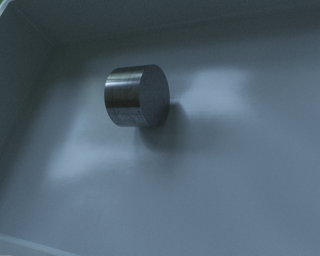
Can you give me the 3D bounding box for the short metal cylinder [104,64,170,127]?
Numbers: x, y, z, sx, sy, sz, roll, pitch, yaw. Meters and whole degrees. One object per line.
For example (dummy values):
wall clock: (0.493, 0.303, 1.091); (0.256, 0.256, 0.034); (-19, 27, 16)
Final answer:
short metal cylinder: (-0.028, -0.041, 0.406); (0.050, 0.080, 0.080); (0, 62, 28)
